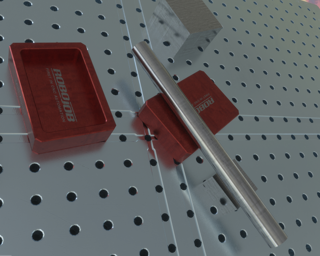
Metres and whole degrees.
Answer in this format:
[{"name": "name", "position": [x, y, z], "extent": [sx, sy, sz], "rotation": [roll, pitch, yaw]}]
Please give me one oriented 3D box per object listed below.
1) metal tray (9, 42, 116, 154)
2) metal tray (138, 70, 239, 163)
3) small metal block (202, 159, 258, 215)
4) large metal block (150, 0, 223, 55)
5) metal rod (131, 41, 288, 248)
[{"name": "metal tray", "position": [-0.117, -0.041, 0.366], "extent": [0.091, 0.030, 0.130], "rotation": [-11, 67, -33]}, {"name": "metal tray", "position": [0.045, -0.021, 0.442], "extent": [0.131, 0.030, 0.090], "rotation": [-34, 81, -38]}, {"name": "small metal block", "position": [0.093, 0.077, 0.411], "extent": [0.050, 0.025, 0.050], "rotation": [-29, 78, -37]}, {"name": "large metal block", "position": [0.044, -0.177, 0.524], "extent": [0.081, 0.050, 0.080], "rotation": [-24, 75, -36]}, {"name": "metal rod", "position": [0.055, 0.012, 0.390], "extent": [0.025, 0.025, 0.299], "rotation": [-26, 76, -37]}]
